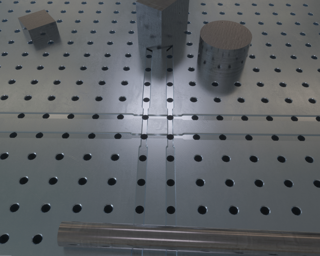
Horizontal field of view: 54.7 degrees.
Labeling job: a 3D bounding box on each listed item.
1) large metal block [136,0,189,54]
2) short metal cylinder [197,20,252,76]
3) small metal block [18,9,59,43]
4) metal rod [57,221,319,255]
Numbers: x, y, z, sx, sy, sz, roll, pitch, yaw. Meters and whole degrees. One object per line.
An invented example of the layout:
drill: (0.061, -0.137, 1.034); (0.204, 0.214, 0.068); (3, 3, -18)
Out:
large metal block: (0.006, -0.187, 0.529); (0.050, 0.080, 0.080); (29, 56, 22)
short metal cylinder: (0.103, -0.130, 0.501); (0.081, 0.050, 0.080); (0, 50, 0)
small metal block: (-0.220, -0.186, 0.562); (0.050, 0.025, 0.050); (-29, 56, -23)
metal rod: (0.051, 0.113, 0.312); (0.302, 0.025, 0.025); (2, 50, 1)
